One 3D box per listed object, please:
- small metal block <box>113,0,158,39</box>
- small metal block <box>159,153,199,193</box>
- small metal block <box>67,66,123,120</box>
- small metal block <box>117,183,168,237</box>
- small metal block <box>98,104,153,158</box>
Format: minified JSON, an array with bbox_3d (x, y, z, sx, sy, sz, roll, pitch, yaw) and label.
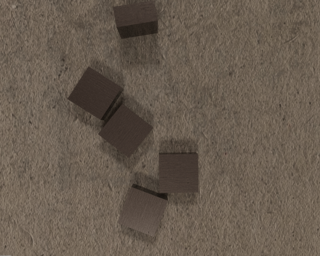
[{"bbox_3d":[-0.030,-0.138,0.397,0.050,0.050,0.025,-10,90,0],"label":"small metal block"},{"bbox_3d":[0.024,0.058,0.410,0.050,0.025,0.050,-1,90,-1],"label":"small metal block"},{"bbox_3d":[-0.084,-0.045,0.409,0.050,0.025,0.050,33,90,-1],"label":"small metal block"},{"bbox_3d":[-0.022,0.108,0.410,0.050,0.025,0.050,21,90,-1],"label":"small metal block"},{"bbox_3d":[-0.044,0.004,0.409,0.050,0.025,0.050,38,90,-1],"label":"small metal block"}]
